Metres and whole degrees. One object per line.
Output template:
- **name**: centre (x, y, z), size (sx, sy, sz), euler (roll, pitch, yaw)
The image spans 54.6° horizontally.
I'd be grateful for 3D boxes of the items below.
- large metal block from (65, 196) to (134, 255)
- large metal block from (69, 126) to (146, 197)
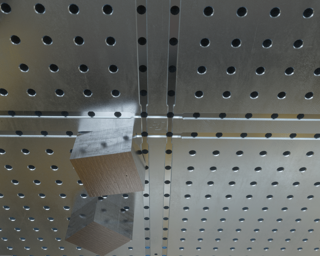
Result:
- **large metal block**: centre (-0.104, 0.173, 0.541), size (0.080, 0.050, 0.080), euler (37, 121, -27)
- **large metal block**: centre (-0.069, 0.048, 0.436), size (0.080, 0.050, 0.080), euler (-8, 130, 6)
